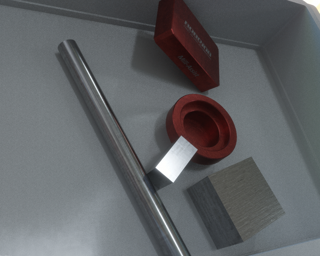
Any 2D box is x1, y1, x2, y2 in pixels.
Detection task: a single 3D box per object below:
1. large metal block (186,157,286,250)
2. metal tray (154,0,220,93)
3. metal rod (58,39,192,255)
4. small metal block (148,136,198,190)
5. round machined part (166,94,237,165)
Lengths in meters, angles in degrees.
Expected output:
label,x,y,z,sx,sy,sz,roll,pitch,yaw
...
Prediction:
label,x,y,z,sx,sy,sz,roll,pitch,yaw
large metal block,0.094,0.092,0.386,0.081,0.050,0.080,-16,70,-35
metal tray,0.045,-0.126,0.468,0.130,0.030,0.090,39,45,-40
metal rod,-0.049,0.018,0.369,0.025,0.025,0.299,-19,72,-36
small metal block,0.012,0.042,0.366,0.025,0.050,0.050,41,63,-1
round machined part,0.052,0.006,0.421,0.099,0.042,0.098,14,56,-21
